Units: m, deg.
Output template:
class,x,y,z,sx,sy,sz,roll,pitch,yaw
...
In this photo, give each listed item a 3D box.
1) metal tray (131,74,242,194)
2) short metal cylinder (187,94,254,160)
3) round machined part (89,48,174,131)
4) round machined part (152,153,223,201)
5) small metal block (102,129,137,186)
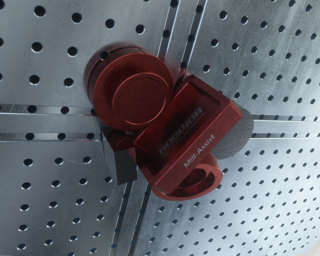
class,x,y,z,sx,sy,sz,roll,pitch,yaw
metal tray,0.025,0.004,0.380,0.130,0.090,0.030,-48,129,5
short metal cylinder,0.082,-0.003,0.433,0.081,0.050,0.079,-14,124,-21
round machined part,-0.028,-0.038,0.356,0.099,0.042,0.097,-14,124,-21
round machined part,0.035,0.061,0.437,0.099,0.042,0.097,-7,140,-5
small metal block,-0.050,0.034,0.383,0.025,0.050,0.050,-14,125,-21
